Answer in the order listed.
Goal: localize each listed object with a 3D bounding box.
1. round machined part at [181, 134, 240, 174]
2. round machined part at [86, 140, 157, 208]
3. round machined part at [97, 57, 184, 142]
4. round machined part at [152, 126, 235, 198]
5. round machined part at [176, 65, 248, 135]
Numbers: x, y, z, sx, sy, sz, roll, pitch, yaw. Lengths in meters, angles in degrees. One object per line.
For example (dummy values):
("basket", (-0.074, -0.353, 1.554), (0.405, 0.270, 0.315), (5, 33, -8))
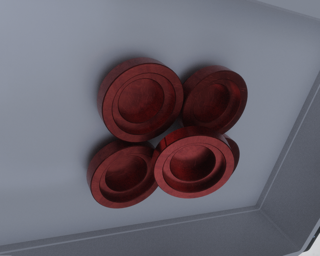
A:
("round machined part", (0.066, 0.046, 0.462), (0.099, 0.042, 0.097), (-14, 125, -21))
("round machined part", (-0.047, 0.054, 0.404), (0.099, 0.042, 0.097), (-14, 125, -21))
("round machined part", (-0.025, -0.035, 0.361), (0.099, 0.042, 0.097), (-14, 125, -21))
("round machined part", (0.039, 0.038, 0.387), (0.099, 0.042, 0.097), (-3, 122, -5))
("round machined part", (0.063, -0.036, 0.409), (0.099, 0.042, 0.097), (-14, 125, -21))
